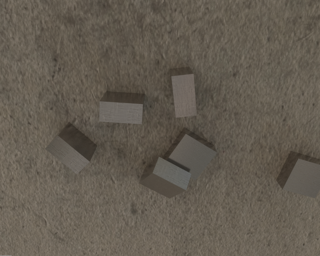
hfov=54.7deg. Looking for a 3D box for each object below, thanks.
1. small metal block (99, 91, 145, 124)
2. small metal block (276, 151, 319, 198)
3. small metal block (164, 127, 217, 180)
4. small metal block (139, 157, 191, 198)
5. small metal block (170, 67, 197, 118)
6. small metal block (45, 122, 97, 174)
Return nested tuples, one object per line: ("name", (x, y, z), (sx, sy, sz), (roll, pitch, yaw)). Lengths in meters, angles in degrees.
("small metal block", (-0.046, -0.026, 0.386), (0.050, 0.050, 0.025), (4, 110, -2))
("small metal block", (0.202, 0.066, 0.437), (0.050, 0.025, 0.050), (16, 109, -7))
("small metal block", (0.041, 0.035, 0.423), (0.050, 0.025, 0.050), (31, 107, -11))
("small metal block", (0.006, 0.069, 0.421), (0.050, 0.025, 0.050), (29, 147, -11))
("small metal block", (0.028, -0.045, 0.380), (0.025, 0.050, 0.050), (-6, 110, 2))
("small metal block", (-0.114, 0.025, 0.404), (0.050, 0.050, 0.025), (43, 104, -15))
